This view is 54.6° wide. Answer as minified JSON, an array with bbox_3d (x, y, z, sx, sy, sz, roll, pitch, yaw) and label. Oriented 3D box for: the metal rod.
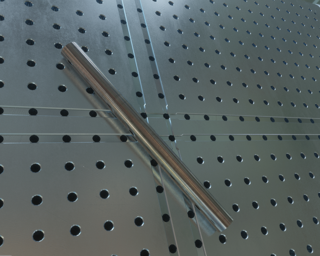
[{"bbox_3d":[-0.020,0.007,0.392,0.300,0.025,0.025,48,51,5],"label":"metal rod"}]
